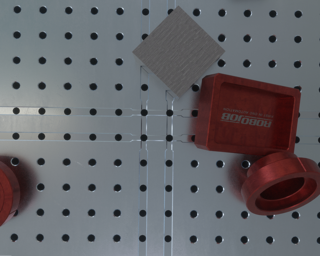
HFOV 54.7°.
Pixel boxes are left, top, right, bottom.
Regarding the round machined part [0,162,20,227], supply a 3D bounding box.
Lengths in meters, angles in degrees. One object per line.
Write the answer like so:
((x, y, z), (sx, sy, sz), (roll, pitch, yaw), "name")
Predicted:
((-0.231, 0.086, 0.403), (0.099, 0.042, 0.097), (0, 90, 0), "round machined part")

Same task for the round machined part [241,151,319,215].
((0.149, 0.067, 0.389), (0.099, 0.098, 0.042), (-12, 47, 0), "round machined part")

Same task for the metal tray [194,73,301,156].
((0.112, -0.013, 0.388), (0.131, 0.030, 0.089), (7, 90, -22), "metal tray")

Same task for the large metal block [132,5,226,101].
((0.023, -0.093, 0.401), (0.080, 0.050, 0.080), (44, 90, 0), "large metal block")
